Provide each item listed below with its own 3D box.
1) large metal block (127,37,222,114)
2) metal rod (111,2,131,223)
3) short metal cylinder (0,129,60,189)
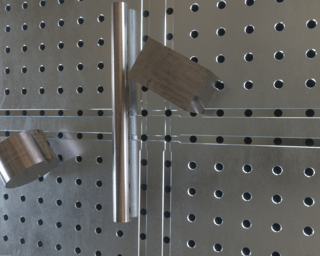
[{"bbox_3d":[0.021,-0.060,0.375,0.080,0.080,0.050,33,101,16],"label":"large metal block"},{"bbox_3d":[-0.054,-0.021,0.430,0.025,0.025,0.298,-1,90,19],"label":"metal rod"},{"bbox_3d":[-0.195,0.045,0.450,0.080,0.080,0.050,-36,79,16],"label":"short metal cylinder"}]
